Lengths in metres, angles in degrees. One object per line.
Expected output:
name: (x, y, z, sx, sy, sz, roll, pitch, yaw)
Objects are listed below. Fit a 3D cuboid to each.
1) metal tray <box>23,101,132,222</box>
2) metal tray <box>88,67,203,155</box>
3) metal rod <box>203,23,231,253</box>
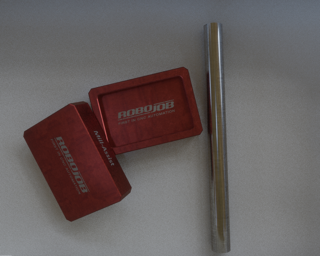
metal tray: (-0.105, 0.043, 0.391, 0.090, 0.030, 0.130, -27, 90, 22)
metal tray: (-0.018, -0.021, 0.408, 0.131, 0.030, 0.089, -14, 90, -1)
metal rod: (0.076, 0.013, 0.412, 0.025, 0.025, 0.298, -2, 90, -1)
